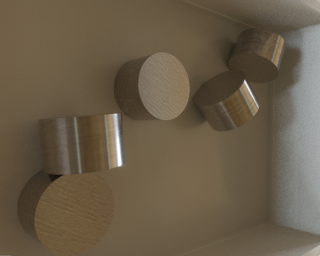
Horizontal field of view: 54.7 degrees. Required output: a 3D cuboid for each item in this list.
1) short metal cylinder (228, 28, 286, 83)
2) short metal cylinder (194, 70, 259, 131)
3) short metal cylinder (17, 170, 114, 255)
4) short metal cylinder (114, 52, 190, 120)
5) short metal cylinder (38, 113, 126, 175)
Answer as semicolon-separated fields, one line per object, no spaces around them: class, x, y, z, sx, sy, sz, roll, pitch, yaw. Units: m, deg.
short metal cylinder;0.158;-0.117;0.506;0.080;0.080;0.050;35;68;-35
short metal cylinder;0.097;-0.041;0.455;0.080;0.080;0.050;-52;121;-27
short metal cylinder;-0.094;0.080;0.313;0.081;0.050;0.079;0;90;-40
short metal cylinder;-0.009;-0.049;0.384;0.081;0.050;0.079;0;90;-40
short metal cylinder;-0.076;0.013;0.308;0.081;0.080;0.050;-8;95;-40
